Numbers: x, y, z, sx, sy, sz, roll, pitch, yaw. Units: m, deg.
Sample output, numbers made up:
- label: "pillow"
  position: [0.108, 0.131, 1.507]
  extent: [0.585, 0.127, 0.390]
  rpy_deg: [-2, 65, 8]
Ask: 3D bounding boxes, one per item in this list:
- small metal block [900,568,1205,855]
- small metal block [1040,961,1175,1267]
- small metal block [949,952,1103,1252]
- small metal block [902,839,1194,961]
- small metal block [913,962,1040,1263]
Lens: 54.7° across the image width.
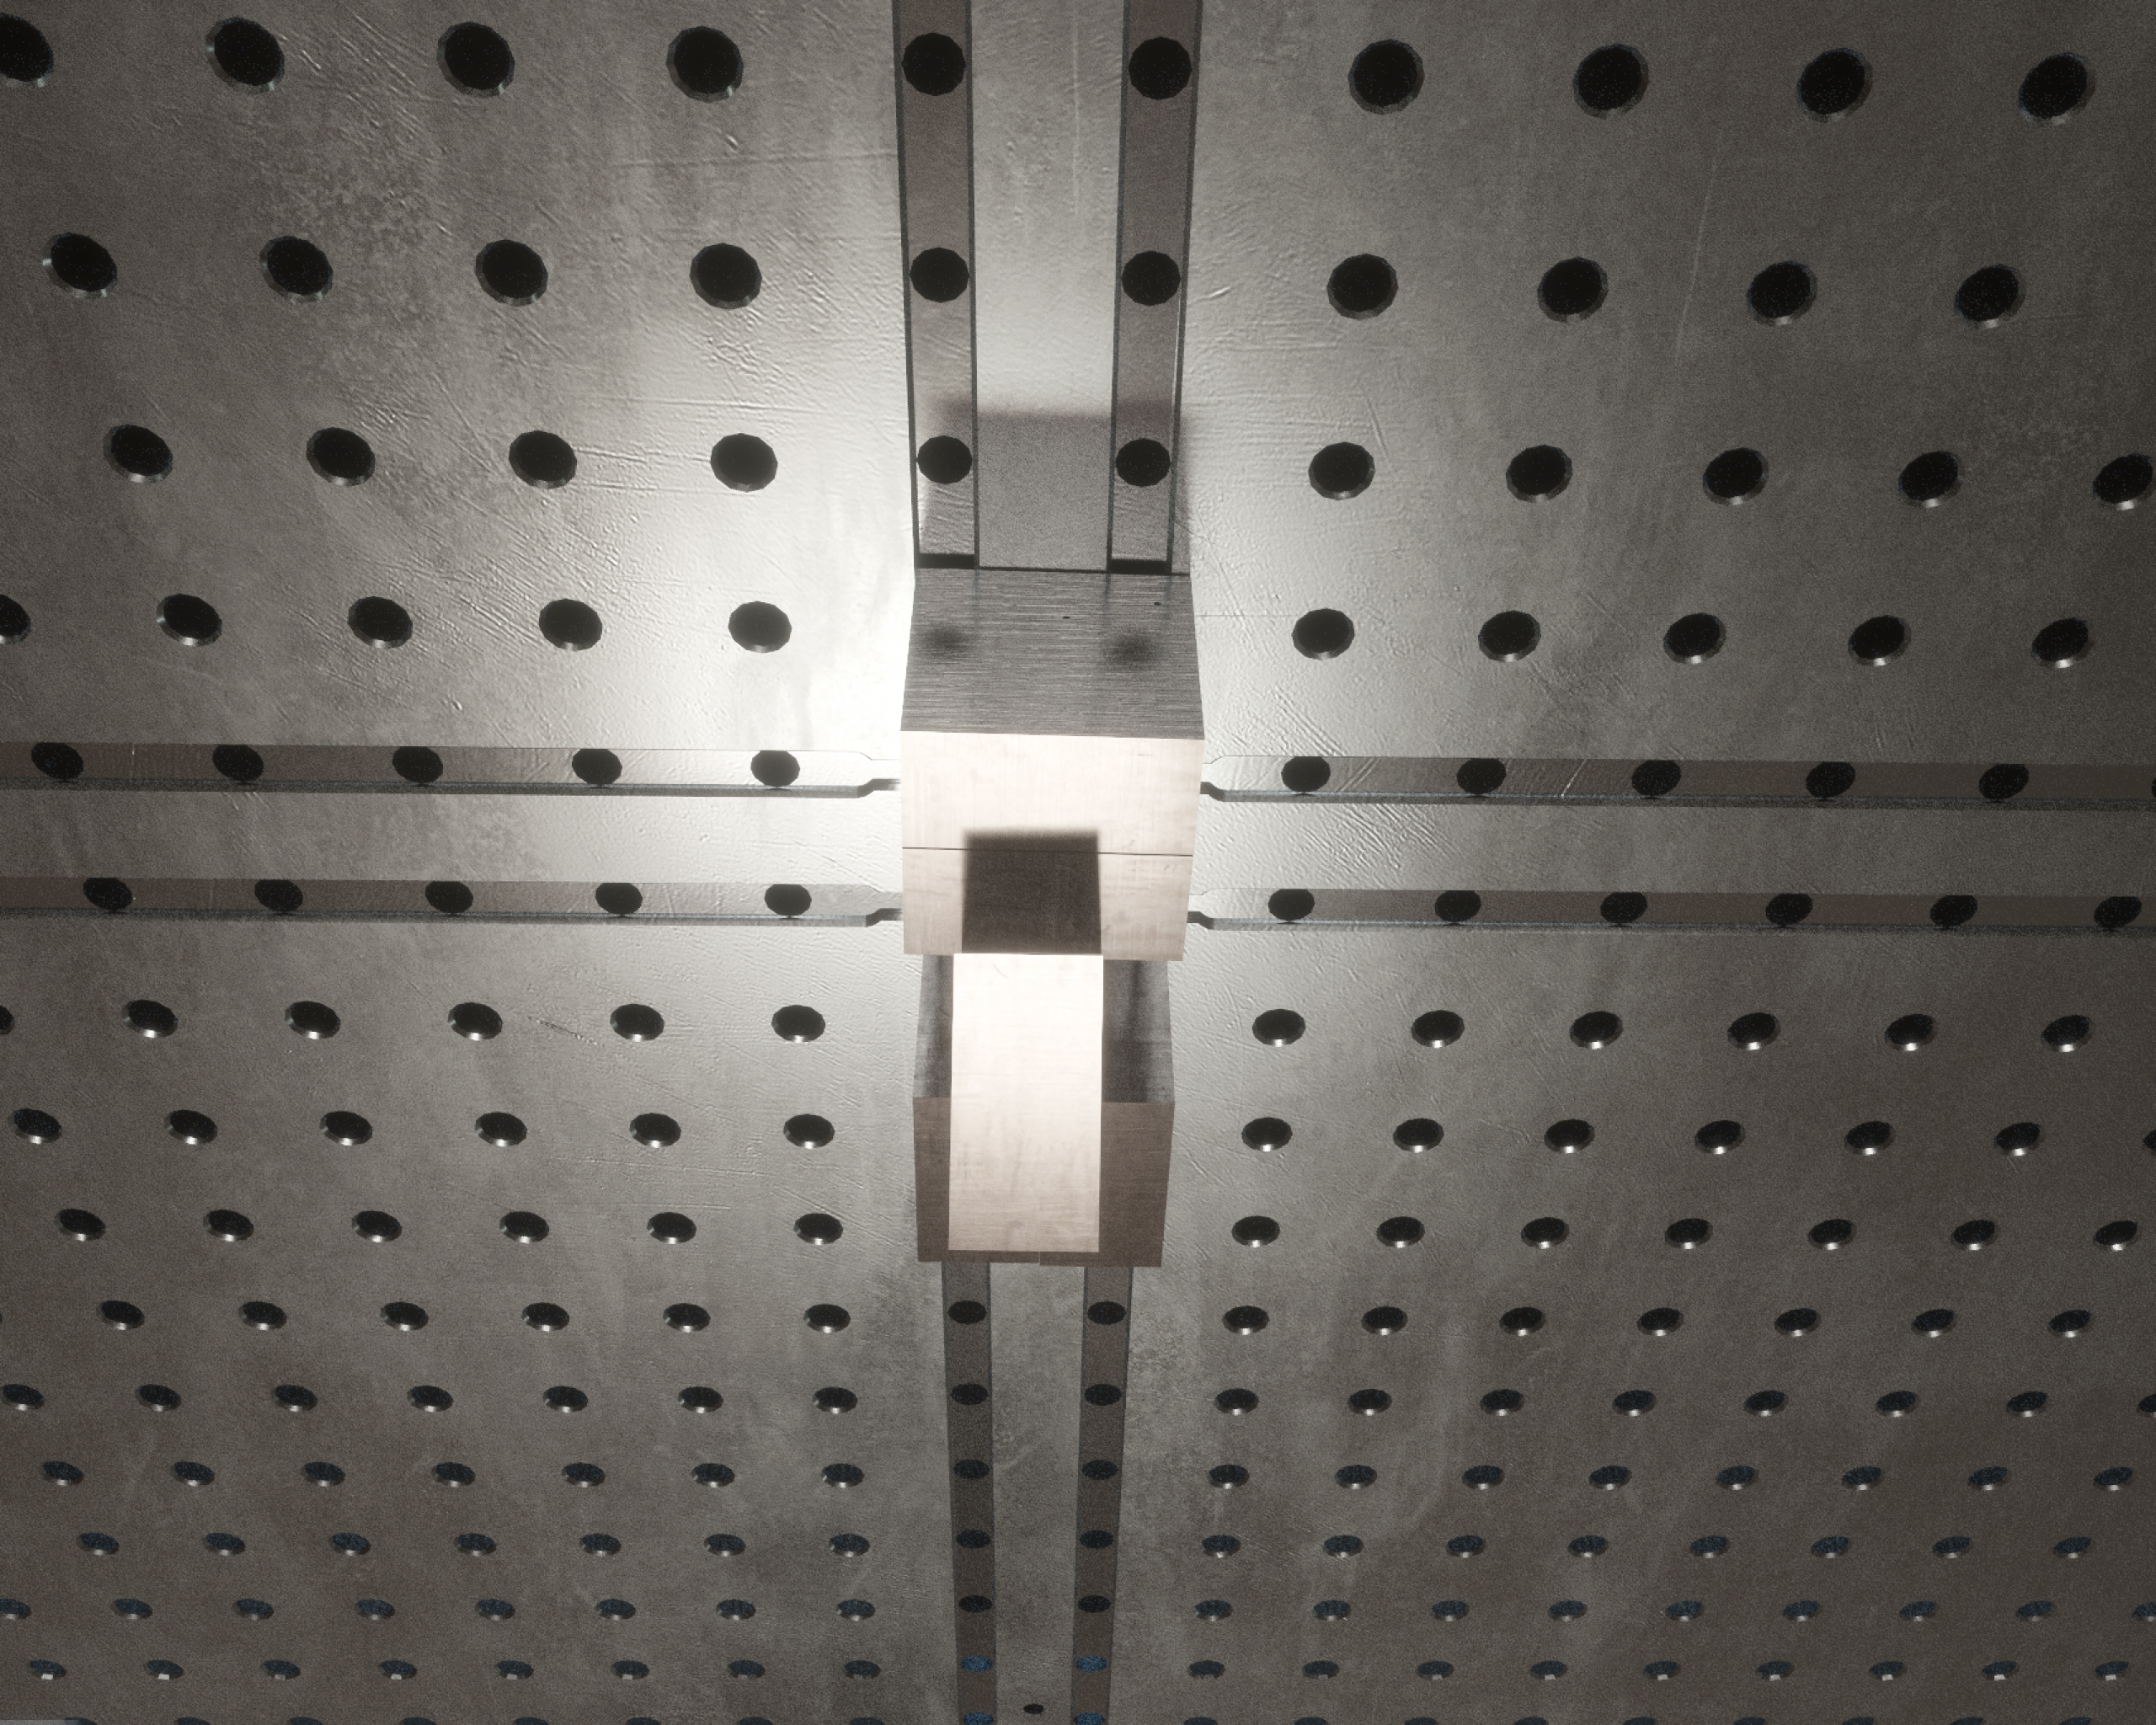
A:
- label: "small metal block"
  position: [-0.005, -0.028, 0.371]
  extent: [0.050, 0.050, 0.025]
  rpy_deg: [2, 130, -2]
- label: "small metal block"
  position: [0.005, 0.049, 0.435]
  extent: [0.025, 0.050, 0.050]
  rpy_deg: [1, 130, -1]
- label: "small metal block"
  position: [-0.009, 0.041, 0.376]
  extent: [0.025, 0.050, 0.050]
  rpy_deg: [1, 88, 0]
- label: "small metal block"
  position: [-0.006, -0.008, 0.387]
  extent: [0.050, 0.050, 0.025]
  rpy_deg: [2, 130, -2]
- label: "small metal block"
  position: [-0.020, 0.048, 0.436]
  extent: [0.025, 0.050, 0.050]
  rpy_deg: [1, 130, -1]
